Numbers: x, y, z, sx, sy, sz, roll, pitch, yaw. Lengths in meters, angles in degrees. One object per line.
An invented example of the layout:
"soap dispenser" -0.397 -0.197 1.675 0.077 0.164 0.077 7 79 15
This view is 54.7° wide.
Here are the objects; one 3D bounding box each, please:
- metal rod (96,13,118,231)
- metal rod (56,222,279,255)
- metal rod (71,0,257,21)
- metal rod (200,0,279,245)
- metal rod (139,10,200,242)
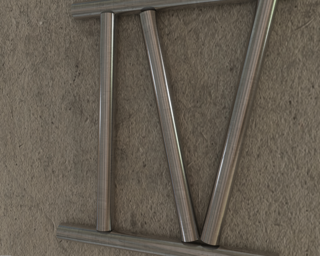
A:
"metal rod" -0.074 -0.008 0.434 0.025 0.025 0.298 1 90 19
"metal rod" -0.004 0.155 0.410 0.301 0.025 0.025 1 91 19
"metal rod" 0.020 -0.167 0.402 0.301 0.025 0.025 1 91 19
"metal rod" 0.095 -0.005 0.376 0.025 0.025 0.298 14 94 19
"metal rod" 0.012 -0.006 0.404 0.025 0.025 0.298 -12 86 19
